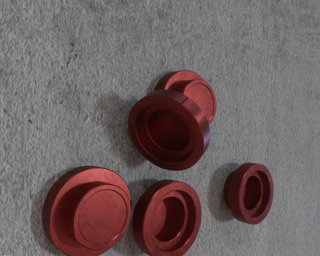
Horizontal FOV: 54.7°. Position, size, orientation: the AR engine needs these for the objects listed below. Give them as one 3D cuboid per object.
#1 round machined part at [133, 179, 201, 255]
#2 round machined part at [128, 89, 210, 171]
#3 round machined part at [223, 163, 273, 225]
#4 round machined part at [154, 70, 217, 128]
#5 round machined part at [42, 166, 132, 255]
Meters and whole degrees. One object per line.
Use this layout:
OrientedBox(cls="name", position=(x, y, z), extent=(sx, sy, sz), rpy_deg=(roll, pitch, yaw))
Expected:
OrientedBox(cls="round machined part", position=(0.005, 0.115, 0.398), extent=(0.099, 0.042, 0.097), rpy_deg=(0, 90, -40))
OrientedBox(cls="round machined part", position=(0.014, -0.001, 0.372), extent=(0.042, 0.098, 0.098), rpy_deg=(-43, 117, -50))
OrientedBox(cls="round machined part", position=(0.143, 0.106, 0.514), extent=(0.099, 0.042, 0.097), rpy_deg=(0, 90, -40))
OrientedBox(cls="round machined part", position=(0.040, -0.031, 0.427), extent=(0.099, 0.042, 0.097), rpy_deg=(0, 90, -40))
OrientedBox(cls="round machined part", position=(-0.070, 0.091, 0.335), extent=(0.099, 0.042, 0.097), rpy_deg=(0, 90, -40))
